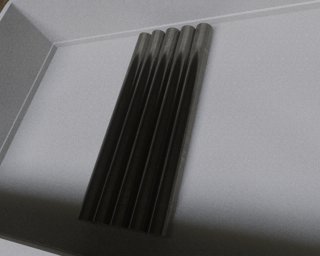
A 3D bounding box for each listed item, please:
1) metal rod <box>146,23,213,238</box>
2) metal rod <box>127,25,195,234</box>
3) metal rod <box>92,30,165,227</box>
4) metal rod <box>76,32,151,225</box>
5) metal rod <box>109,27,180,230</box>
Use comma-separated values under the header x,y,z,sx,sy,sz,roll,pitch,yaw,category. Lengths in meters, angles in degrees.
x,y,z,sx,sy,sz,roll,pitch,yaw,category
0.032,-0.015,0.397,0.025,0.025,0.300,0,62,28,metal rod
0.010,-0.016,0.409,0.025,0.025,0.300,0,62,28,metal rod
-0.035,-0.017,0.433,0.025,0.025,0.300,0,62,28,metal rod
-0.057,-0.016,0.444,0.025,0.025,0.300,0,62,28,metal rod
-0.013,-0.016,0.421,0.025,0.025,0.300,0,62,28,metal rod
